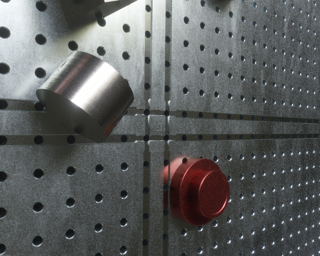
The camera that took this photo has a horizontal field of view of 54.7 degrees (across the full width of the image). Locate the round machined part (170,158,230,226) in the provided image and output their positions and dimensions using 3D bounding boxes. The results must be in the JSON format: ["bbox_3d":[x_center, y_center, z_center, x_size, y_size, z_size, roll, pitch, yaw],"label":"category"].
[{"bbox_3d":[0.065,0.094,0.452,0.099,0.042,0.097,0,90,-40],"label":"round machined part"}]

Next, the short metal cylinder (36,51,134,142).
[{"bbox_3d":[-0.074,-0.030,0.311,0.080,0.080,0.050,47,62,-30],"label":"short metal cylinder"}]

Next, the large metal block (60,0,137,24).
[{"bbox_3d":[-0.069,-0.160,0.315,0.050,0.080,0.080,-28,108,-37],"label":"large metal block"}]
